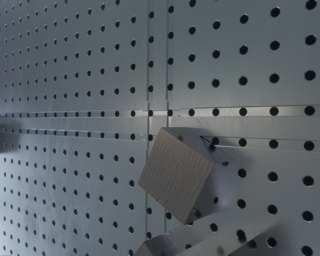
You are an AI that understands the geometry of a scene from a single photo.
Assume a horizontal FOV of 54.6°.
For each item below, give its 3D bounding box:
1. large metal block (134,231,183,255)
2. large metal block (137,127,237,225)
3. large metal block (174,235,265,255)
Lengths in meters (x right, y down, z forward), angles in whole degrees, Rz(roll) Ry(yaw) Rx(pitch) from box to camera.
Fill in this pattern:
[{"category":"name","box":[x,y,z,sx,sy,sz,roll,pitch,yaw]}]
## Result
[{"category":"large metal block","box":[0.001,0.195,0.394,0.080,0.050,0.080,46,118,30]},{"category":"large metal block","box":[0.030,0.053,0.369,0.080,0.050,0.080,35,112,34]},{"category":"large metal block","box":[0.059,0.153,0.326,0.080,0.081,0.050,-25,75,37]}]
